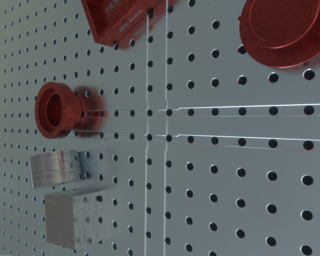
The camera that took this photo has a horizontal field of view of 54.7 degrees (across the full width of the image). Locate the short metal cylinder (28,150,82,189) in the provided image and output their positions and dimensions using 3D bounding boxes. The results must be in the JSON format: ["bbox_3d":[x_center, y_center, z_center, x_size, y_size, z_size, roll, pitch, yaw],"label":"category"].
[{"bbox_3d":[-0.175,0.070,0.518,0.080,0.081,0.050,-19,78,38],"label":"short metal cylinder"}]

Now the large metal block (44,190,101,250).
[{"bbox_3d":[-0.145,0.148,0.513,0.080,0.050,0.080,-6,86,40],"label":"large metal block"}]

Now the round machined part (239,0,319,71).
[{"bbox_3d":[0.122,-0.107,0.298,0.098,0.042,0.097,0,90,40],"label":"round machined part"}]

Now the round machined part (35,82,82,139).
[{"bbox_3d":[-0.175,-0.030,0.543,0.098,0.042,0.097,0,90,40],"label":"round machined part"}]

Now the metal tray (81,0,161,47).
[{"bbox_3d":[-0.058,-0.193,0.453,0.130,0.030,0.090,-32,70,35],"label":"metal tray"}]
